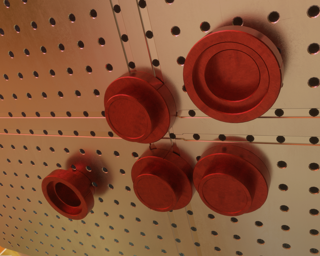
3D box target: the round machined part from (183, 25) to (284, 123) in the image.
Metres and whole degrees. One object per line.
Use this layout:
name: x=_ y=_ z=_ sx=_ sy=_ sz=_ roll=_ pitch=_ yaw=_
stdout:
round machined part: x=0.078 y=-0.058 z=0.324 sx=0.098 sy=0.042 sz=0.097 roll=13 pitch=124 yaw=21

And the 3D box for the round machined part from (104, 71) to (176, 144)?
round machined part: x=-0.032 y=-0.021 z=0.405 sx=0.098 sy=0.042 sz=0.097 roll=13 pitch=124 yaw=21

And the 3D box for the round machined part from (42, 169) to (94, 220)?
round machined part: x=-0.158 y=0.113 z=0.554 sx=0.098 sy=0.042 sz=0.097 roll=13 pitch=124 yaw=21

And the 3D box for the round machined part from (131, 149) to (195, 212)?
round machined part: x=0.000 y=0.083 z=0.452 sx=0.098 sy=0.042 sz=0.097 roll=13 pitch=124 yaw=21

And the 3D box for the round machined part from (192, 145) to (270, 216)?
round machined part: x=0.088 y=0.074 z=0.400 sx=0.098 sy=0.042 sz=0.097 roll=13 pitch=124 yaw=21
